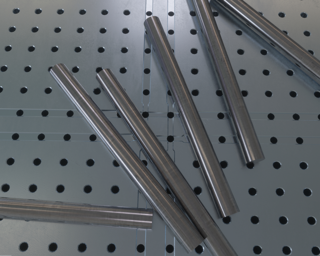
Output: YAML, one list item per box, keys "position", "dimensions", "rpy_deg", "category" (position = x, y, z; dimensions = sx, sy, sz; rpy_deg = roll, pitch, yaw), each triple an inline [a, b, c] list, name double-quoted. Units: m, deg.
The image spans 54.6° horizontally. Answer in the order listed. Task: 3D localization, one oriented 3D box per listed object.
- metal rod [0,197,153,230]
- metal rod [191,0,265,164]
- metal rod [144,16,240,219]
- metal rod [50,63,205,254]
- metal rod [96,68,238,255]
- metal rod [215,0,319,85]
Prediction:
- position: [-0.159, 0.099, 0.374]
  dimensions: [0.302, 0.025, 0.025]
  rpy_deg: [4, 70, 1]
  category: "metal rod"
- position: [0.088, -0.094, 0.446]
  dimensions: [0.025, 0.025, 0.299]
  rpy_deg: [-12, 70, -4]
  category: "metal rod"
- position: [0.036, -0.028, 0.422]
  dimensions: [0.025, 0.025, 0.299]
  rpy_deg: [-18, 71, -6]
  category: "metal rod"
- position: [-0.052, 0.026, 0.396]
  dimensions: [0.025, 0.025, 0.300]
  rpy_deg: [-37, 72, -12]
  category: "metal rod"
- position: [0.002, 0.042, 0.396]
  dimensions: [0.025, 0.025, 0.299]
  rpy_deg: [-32, 73, -11]
  category: "metal rod"
- position: [0.190, -0.117, 0.455]
  dimensions: [0.025, 0.025, 0.300]
  rpy_deg: [-41, 75, -13]
  category: "metal rod"
